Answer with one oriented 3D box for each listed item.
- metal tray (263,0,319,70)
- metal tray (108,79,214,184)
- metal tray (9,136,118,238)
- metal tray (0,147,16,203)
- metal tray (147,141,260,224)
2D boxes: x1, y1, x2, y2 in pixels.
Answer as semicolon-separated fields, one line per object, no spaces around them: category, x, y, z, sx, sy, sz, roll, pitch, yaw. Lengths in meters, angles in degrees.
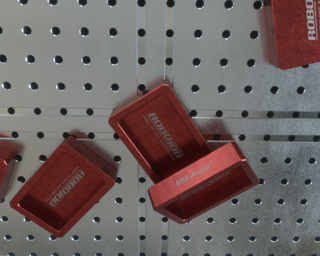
metal tray;0.172;-0.142;0.361;0.090;0.030;0.129;-13;110;4
metal tray;0.005;0.013;0.415;0.090;0.030;0.130;-31;108;10
metal tray;-0.136;0.086;0.440;0.090;0.030;0.130;41;105;-14
metal tray;-0.278;0.054;0.426;0.131;0.030;0.089;22;108;-9
metal tray;0.061;0.078;0.416;0.130;0.030;0.090;-31;141;10
